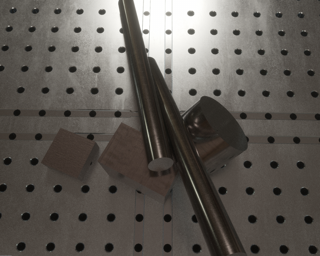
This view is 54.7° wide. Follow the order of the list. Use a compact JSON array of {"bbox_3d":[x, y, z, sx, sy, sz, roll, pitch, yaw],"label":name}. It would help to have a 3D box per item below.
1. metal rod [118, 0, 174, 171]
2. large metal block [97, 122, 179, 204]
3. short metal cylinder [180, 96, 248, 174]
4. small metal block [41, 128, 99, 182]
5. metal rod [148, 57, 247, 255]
[{"bbox_3d":[-0.026,-0.080,0.392,0.025,0.025,0.300,-10,52,-4],"label":"metal rod"},{"bbox_3d":[-0.019,0.045,0.366,0.080,0.080,0.050,26,72,9],"label":"large metal block"},{"bbox_3d":[0.059,0.008,0.373,0.050,0.080,0.080,-42,71,29],"label":"short metal cylinder"},{"bbox_3d":[-0.114,0.034,0.398,0.050,0.025,0.050,21,71,7],"label":"small metal block"},{"bbox_3d":[0.017,0.003,0.337,0.025,0.025,0.300,-14,42,-5],"label":"metal rod"}]
